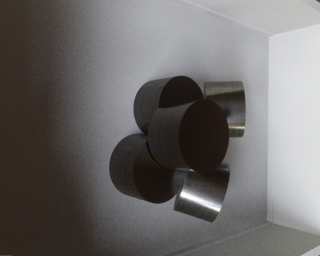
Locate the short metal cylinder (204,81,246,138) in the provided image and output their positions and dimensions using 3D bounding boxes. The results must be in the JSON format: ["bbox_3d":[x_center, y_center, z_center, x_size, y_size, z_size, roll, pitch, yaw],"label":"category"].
[{"bbox_3d":[0.089,-0.026,0.438,0.080,0.050,0.079,-3,92,-84],"label":"short metal cylinder"}]

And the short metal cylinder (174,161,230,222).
[{"bbox_3d":[0.054,0.077,0.408,0.050,0.080,0.080,18,75,3],"label":"short metal cylinder"}]

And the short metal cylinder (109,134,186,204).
[{"bbox_3d":[-0.014,0.048,0.379,0.081,0.050,0.079,0,90,-40],"label":"short metal cylinder"}]

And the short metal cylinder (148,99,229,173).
[{"bbox_3d":[0.033,0.009,0.351,0.081,0.050,0.079,0,90,-40],"label":"short metal cylinder"}]

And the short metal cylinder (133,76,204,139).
[{"bbox_3d":[0.013,-0.025,0.401,0.081,0.050,0.079,0,90,-40],"label":"short metal cylinder"}]
